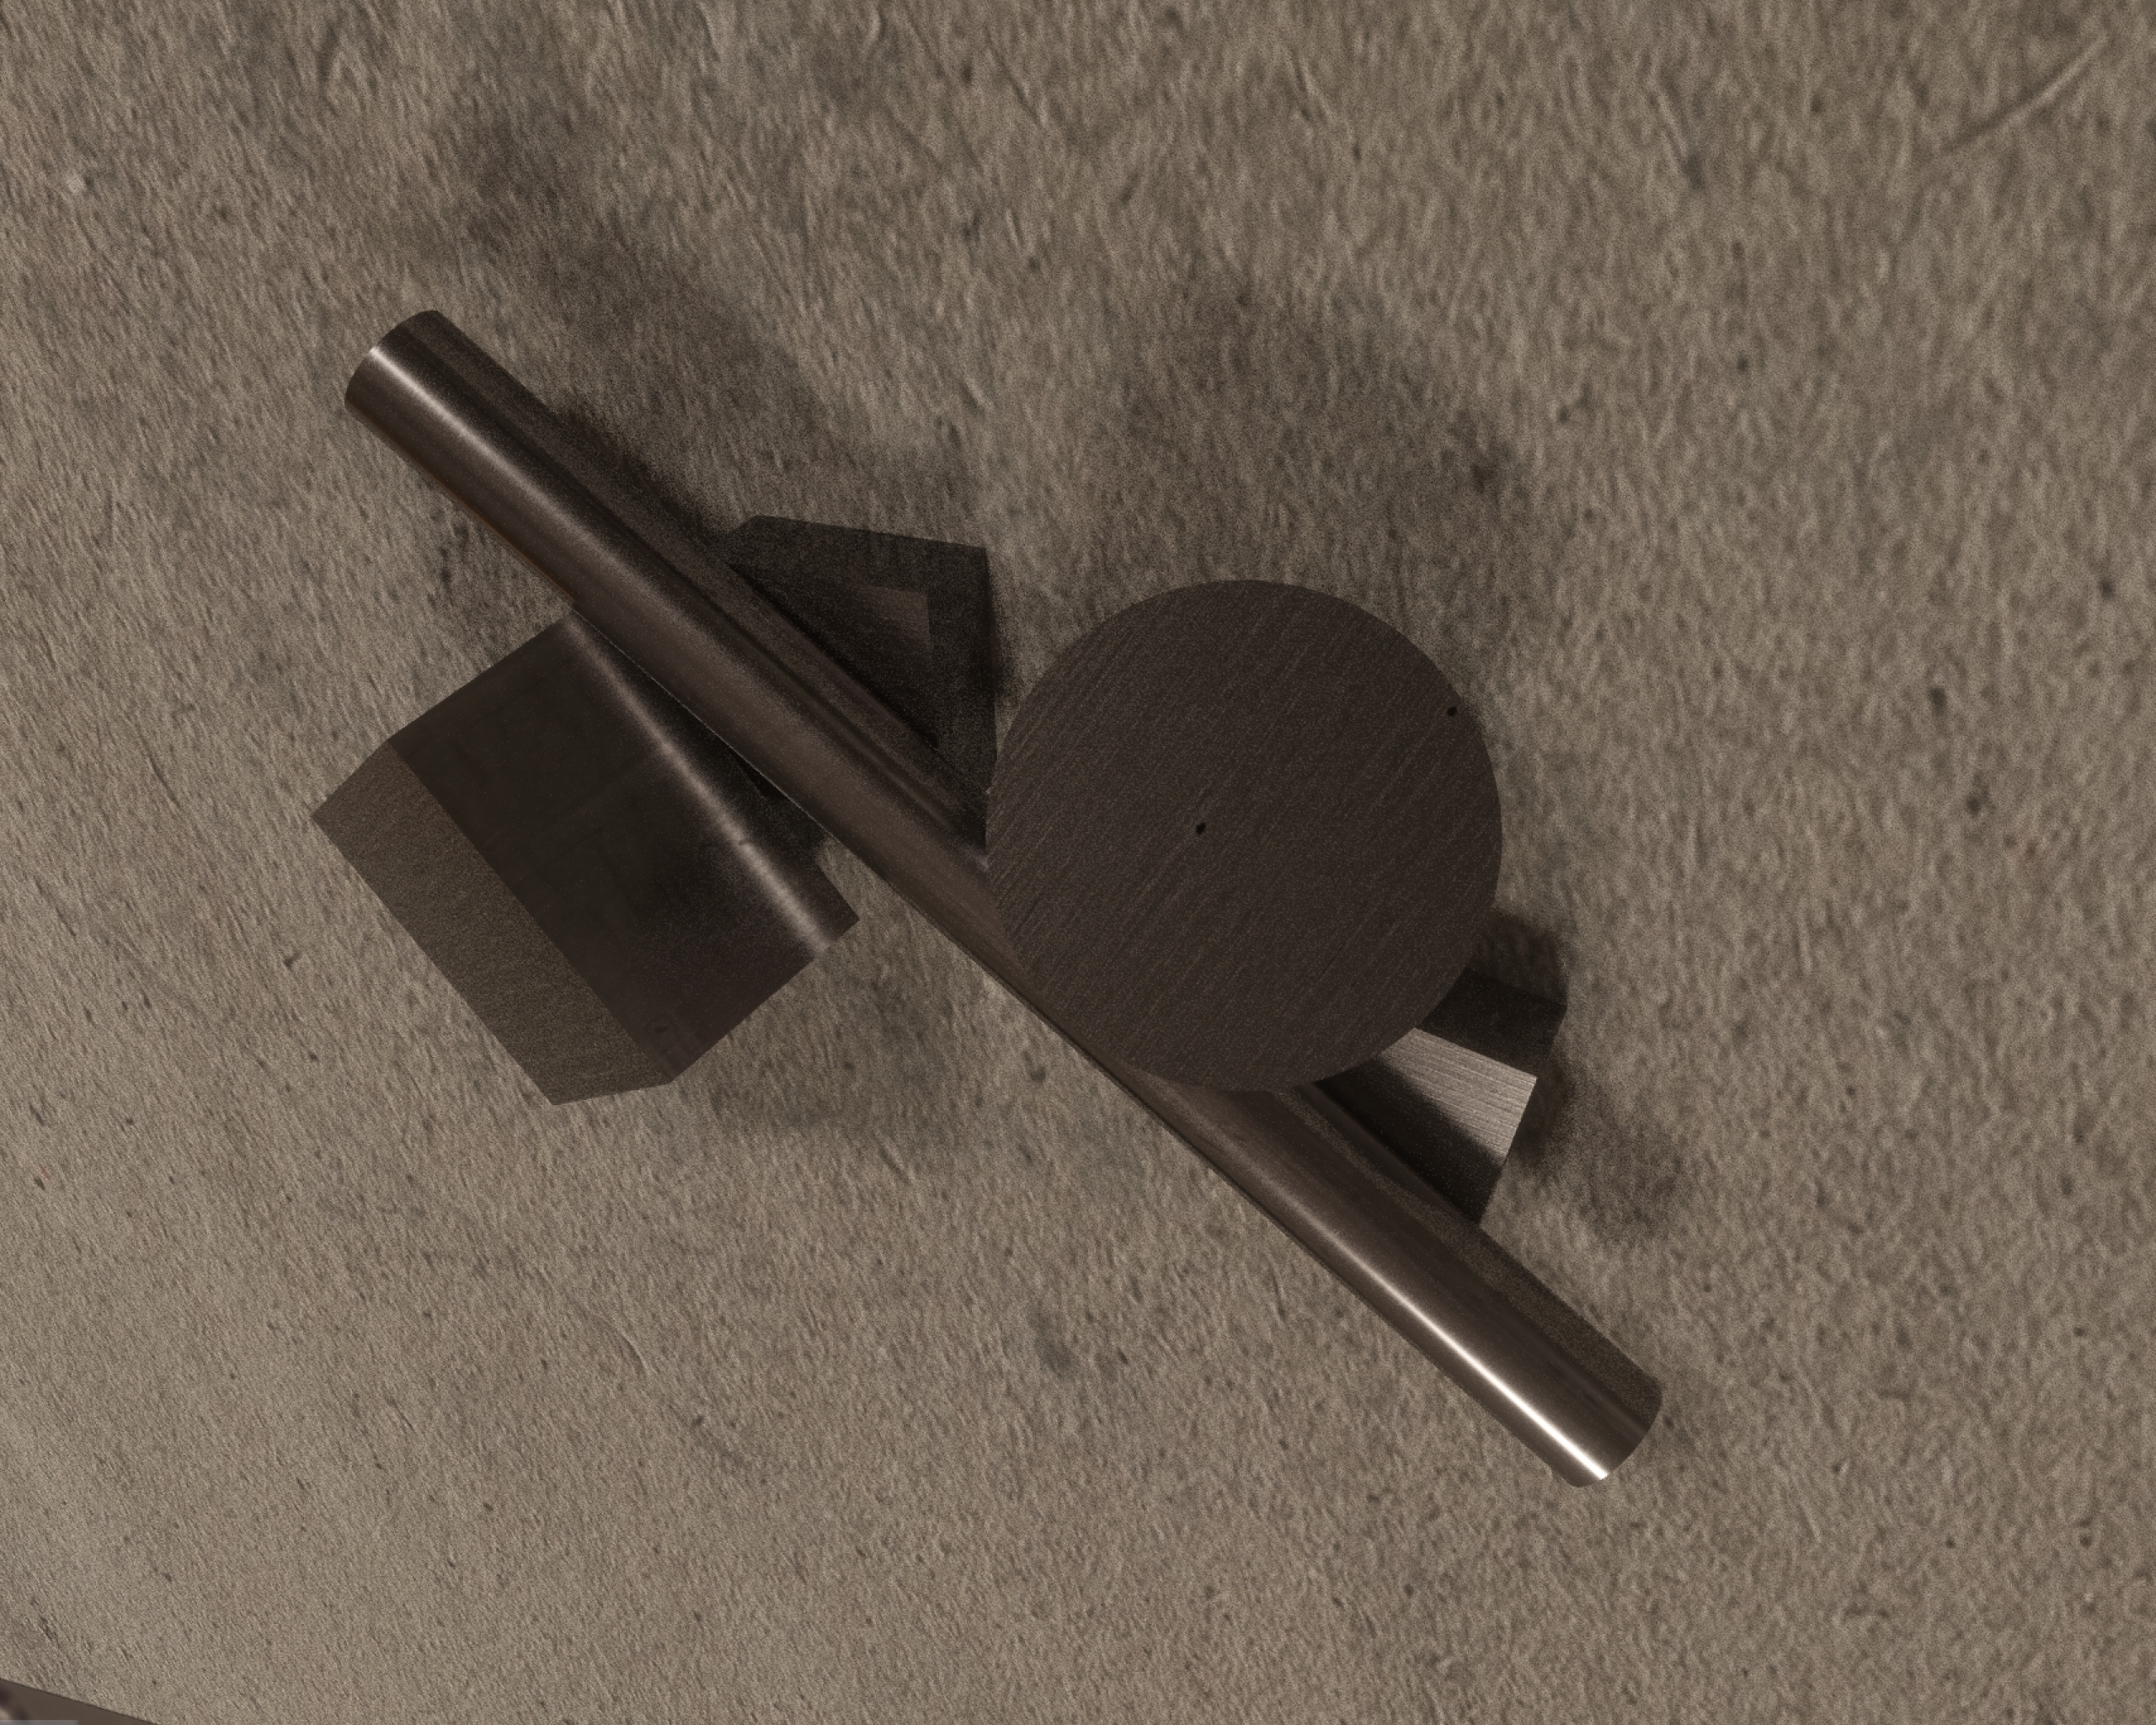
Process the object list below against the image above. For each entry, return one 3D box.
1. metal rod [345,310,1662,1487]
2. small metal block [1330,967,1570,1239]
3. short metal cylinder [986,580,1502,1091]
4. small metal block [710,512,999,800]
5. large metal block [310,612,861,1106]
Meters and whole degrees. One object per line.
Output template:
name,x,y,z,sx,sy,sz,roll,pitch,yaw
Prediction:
metal rod,-0.013,0.007,0.386,0.300,0.025,0.025,41,129,-1
small metal block,0.061,0.043,0.403,0.050,0.025,0.050,22,127,14
short metal cylinder,0.025,-0.004,0.349,0.081,0.050,0.079,0,89,-2
small metal block,-0.044,-0.038,0.407,0.050,0.025,0.050,12,123,21
large metal block,-0.102,0.001,0.423,0.080,0.050,0.080,53,151,-11
